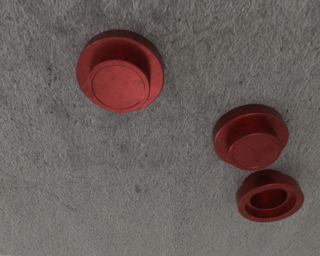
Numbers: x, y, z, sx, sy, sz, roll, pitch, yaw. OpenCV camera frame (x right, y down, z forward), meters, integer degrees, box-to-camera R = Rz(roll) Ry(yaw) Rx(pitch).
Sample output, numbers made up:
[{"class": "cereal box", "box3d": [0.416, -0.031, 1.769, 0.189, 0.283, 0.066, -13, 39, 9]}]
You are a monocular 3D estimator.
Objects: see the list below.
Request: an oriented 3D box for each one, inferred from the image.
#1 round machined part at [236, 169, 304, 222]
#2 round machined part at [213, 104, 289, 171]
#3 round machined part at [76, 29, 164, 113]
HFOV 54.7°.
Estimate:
[{"class": "round machined part", "box3d": [0.168, 0.102, 0.485, 0.099, 0.042, 0.097, 0, 130, 0]}, {"class": "round machined part", "box3d": [0.122, 0.019, 0.413, 0.099, 0.042, 0.097, 0, 130, 0]}, {"class": "round machined part", "box3d": [-0.045, -0.056, 0.348, 0.099, 0.042, 0.097, 0, 130, 0]}]
